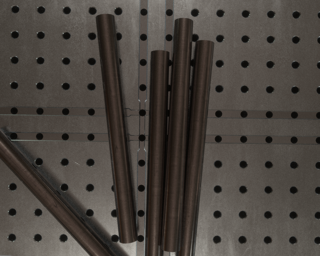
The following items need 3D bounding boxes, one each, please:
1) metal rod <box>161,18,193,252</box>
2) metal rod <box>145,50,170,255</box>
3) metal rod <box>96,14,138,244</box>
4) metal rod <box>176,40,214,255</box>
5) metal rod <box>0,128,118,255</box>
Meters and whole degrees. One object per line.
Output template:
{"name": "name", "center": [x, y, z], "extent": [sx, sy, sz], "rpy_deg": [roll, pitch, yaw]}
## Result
{"name": "metal rod", "center": [0.023, 0.006, 0.406], "extent": [0.025, 0.025, 0.298], "rpy_deg": [3, 87, -1]}
{"name": "metal rod", "center": [-0.004, 0.048, 0.413], "extent": [0.025, 0.025, 0.298], "rpy_deg": [2, 90, -1]}
{"name": "metal rod", "center": [-0.057, 0.001, 0.412], "extent": [0.025, 0.025, 0.298], "rpy_deg": [-6, 90, -1]}
{"name": "metal rod", "center": [0.046, 0.034, 0.414], "extent": [0.025, 0.025, 0.298], "rpy_deg": [5, 90, -1]}
{"name": "metal rod", "center": [-0.124, 0.116, 0.411], "extent": [0.025, 0.025, 0.300], "rpy_deg": [-42, 91, 0]}
